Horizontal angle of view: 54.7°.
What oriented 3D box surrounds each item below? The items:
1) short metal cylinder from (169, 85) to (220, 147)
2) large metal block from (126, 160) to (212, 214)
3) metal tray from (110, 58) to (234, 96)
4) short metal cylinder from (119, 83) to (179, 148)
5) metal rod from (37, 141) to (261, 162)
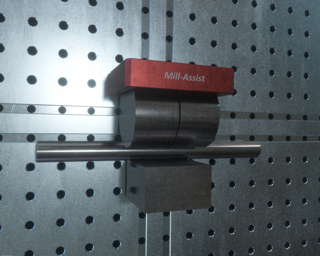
[{"bbox_3d":[0.033,-0.016,0.393,0.050,0.080,0.079,2,90,-20],"label":"short metal cylinder"},{"bbox_3d":[0.008,0.067,0.382,0.081,0.080,0.050,1,90,-20],"label":"large metal block"},{"bbox_3d":[0.012,-0.056,0.378,0.131,0.090,0.030,1,90,-20],"label":"metal tray"},{"bbox_3d":[-0.016,-0.016,0.375,0.050,0.080,0.079,1,90,-20],"label":"short metal cylinder"},{"bbox_3d":[0.000,0.029,0.409,0.303,0.025,0.025,1,90,-20],"label":"metal rod"}]
